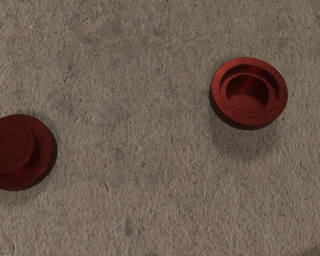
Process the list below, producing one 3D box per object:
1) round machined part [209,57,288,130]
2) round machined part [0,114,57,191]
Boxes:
[{"bbox_3d":[0.115,-0.042,0.416,0.099,0.042,0.098,0,70,-1],"label":"round machined part"},{"bbox_3d":[-0.184,0.027,0.387,0.099,0.042,0.098,0,70,-1],"label":"round machined part"}]
